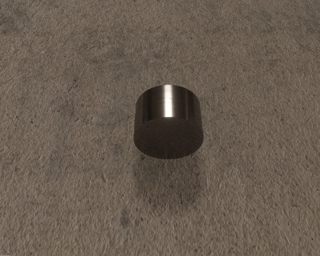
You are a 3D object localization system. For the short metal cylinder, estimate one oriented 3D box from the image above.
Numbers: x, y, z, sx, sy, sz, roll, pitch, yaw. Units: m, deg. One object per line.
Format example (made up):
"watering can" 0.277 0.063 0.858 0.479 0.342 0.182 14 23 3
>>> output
"short metal cylinder" 0.010 -0.005 0.372 0.081 0.080 0.050 0 50 0
